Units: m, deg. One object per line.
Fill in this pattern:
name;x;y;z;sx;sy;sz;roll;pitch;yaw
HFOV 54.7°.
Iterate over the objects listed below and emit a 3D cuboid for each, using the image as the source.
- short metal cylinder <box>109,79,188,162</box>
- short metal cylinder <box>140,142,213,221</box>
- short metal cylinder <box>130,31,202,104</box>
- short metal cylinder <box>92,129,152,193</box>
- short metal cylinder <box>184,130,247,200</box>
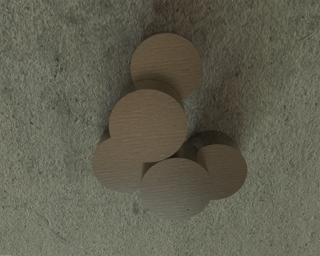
short metal cylinder;-0.012;-0.009;0.340;0.080;0.050;0.079;0;110;0
short metal cylinder;0.018;0.060;0.366;0.081;0.050;0.079;0;110;-1
short metal cylinder;0.007;-0.074;0.371;0.081;0.050;0.079;0;110;0
short metal cylinder;-0.045;0.038;0.411;0.081;0.050;0.079;0;110;0
short metal cylinder;0.070;0.049;0.416;0.081;0.050;0.079;0;110;0
